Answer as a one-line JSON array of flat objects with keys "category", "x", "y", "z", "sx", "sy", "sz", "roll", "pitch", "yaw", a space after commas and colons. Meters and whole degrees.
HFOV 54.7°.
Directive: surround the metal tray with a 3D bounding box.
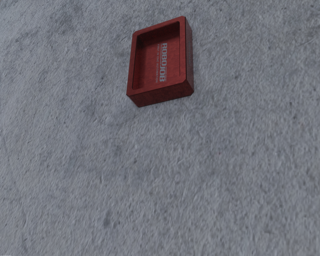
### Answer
[{"category": "metal tray", "x": 0.001, "y": -0.100, "z": 0.459, "sx": 0.090, "sy": 0.030, "sz": 0.130, "roll": -11, "pitch": 57, "yaw": 21}]
